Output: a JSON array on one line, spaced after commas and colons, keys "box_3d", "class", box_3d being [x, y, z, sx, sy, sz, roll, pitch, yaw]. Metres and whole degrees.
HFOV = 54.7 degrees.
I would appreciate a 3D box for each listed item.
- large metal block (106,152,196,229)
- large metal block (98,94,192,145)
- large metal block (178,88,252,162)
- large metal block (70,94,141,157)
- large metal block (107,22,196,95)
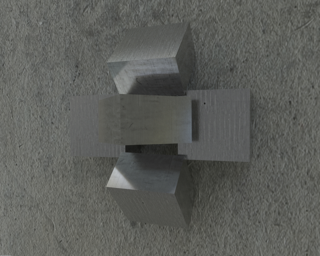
[{"box_3d": [-0.006, 0.076, 0.376, 0.080, 0.080, 0.050, 1, 47, 20], "class": "large metal block"}, {"box_3d": [-0.020, -0.008, 0.352, 0.080, 0.081, 0.050, 0, 90, 64], "class": "large metal block"}, {"box_3d": [0.067, -0.003, 0.370, 0.080, 0.050, 0.079, 0, 90, 19], "class": "large metal block"}, {"box_3d": [-0.073, -0.003, 0.421, 0.080, 0.050, 0.079, 0, 90, 19], "class": "large metal block"}, {"box_3d": [-0.006, -0.083, 0.376, 0.080, 0.080, 0.050, 0, 134, 20], "class": "large metal block"}]
